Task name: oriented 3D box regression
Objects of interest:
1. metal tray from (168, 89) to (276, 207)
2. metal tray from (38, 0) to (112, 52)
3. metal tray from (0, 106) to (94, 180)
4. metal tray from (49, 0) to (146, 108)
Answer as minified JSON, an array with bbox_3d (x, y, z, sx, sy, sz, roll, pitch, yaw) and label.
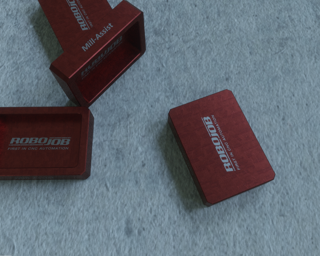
[{"bbox_3d":[0.075,0.023,0.398,0.091,0.030,0.130,-20,71,-8],"label":"metal tray"},{"bbox_3d":[-0.119,-0.167,0.465,0.090,0.030,0.130,-27,72,-10],"label":"metal tray"},{"bbox_3d":[-0.155,0.019,0.396,0.131,0.030,0.090,0,70,-1],"label":"metal tray"},{"bbox_3d":[-0.074,-0.092,0.406,0.030,0.090,0.130,39,74,12],"label":"metal tray"}]
